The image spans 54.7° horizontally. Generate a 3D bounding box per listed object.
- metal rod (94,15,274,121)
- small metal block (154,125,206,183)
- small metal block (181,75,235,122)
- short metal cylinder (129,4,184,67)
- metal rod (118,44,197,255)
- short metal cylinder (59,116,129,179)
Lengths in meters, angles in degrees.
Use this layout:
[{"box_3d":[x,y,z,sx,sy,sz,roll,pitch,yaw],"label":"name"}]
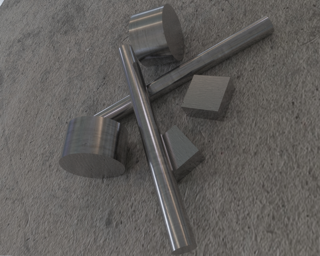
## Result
[{"box_3d":[0.015,-0.067,0.436,0.300,0.025,0.025,-29,52,9],"label":"metal rod"},{"box_3d":[0.018,0.033,0.375,0.050,0.025,0.050,-41,51,0],"label":"small metal block"},{"box_3d":[0.062,-0.039,0.395,0.050,0.025,0.050,10,67,32],"label":"small metal block"},{"box_3d":[-0.003,-0.133,0.452,0.050,0.080,0.080,-8,58,24],"label":"short metal cylinder"},{"box_3d":[-0.014,-0.001,0.378,0.025,0.025,0.299,-26,53,12],"label":"metal rod"},{"box_3d":[-0.083,0.027,0.396,0.080,0.080,0.050,-11,57,22],"label":"short metal cylinder"}]
